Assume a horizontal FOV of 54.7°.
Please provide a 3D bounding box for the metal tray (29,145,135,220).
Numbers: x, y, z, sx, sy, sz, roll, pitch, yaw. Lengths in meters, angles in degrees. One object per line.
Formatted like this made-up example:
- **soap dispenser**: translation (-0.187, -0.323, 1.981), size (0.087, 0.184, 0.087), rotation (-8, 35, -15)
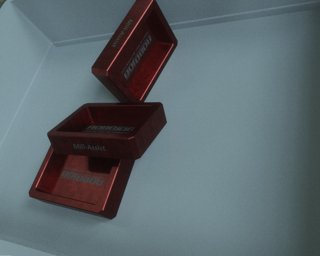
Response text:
- **metal tray**: translation (-0.105, 0.063, 0.416), size (0.130, 0.030, 0.090), rotation (4, 63, 29)

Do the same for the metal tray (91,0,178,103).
- **metal tray**: translation (-0.031, -0.104, 0.442), size (0.030, 0.090, 0.130), rotation (18, 71, 35)

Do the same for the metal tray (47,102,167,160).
- **metal tray**: translation (-0.068, 0.000, 0.406), size (0.130, 0.030, 0.090), rotation (2, 32, 26)
